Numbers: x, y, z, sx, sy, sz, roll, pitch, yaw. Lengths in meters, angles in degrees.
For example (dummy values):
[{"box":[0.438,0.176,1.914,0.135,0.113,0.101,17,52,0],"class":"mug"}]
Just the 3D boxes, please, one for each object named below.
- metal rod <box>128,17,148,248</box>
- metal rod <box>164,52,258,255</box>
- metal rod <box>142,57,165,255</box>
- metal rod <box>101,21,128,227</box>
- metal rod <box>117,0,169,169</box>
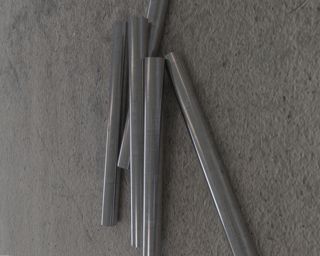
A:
[{"box":[-0.028,0.011,0.408,0.025,0.025,0.298,7,100,40],"class":"metal rod"},{"box":[0.061,0.047,0.354,0.025,0.025,0.299,-30,72,36],"class":"metal rod"},{"box":[-0.009,0.062,0.397,0.025,0.025,0.298,7,99,40],"class":"metal rod"},{"box":[-0.066,-0.004,0.459,0.025,0.025,0.298,7,95,40],"class":"metal rod"},{"box":[-0.018,-0.089,0.419,0.025,0.025,0.298,20,103,38],"class":"metal rod"}]
